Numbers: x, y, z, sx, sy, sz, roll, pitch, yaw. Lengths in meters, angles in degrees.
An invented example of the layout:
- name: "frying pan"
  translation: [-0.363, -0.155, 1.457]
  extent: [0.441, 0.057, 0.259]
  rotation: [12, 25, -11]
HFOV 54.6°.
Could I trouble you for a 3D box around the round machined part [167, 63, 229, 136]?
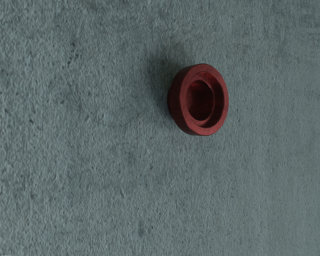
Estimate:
- name: "round machined part"
  translation: [0.049, -0.038, 0.433]
  extent: [0.099, 0.042, 0.097]
  rotation: [0, 90, -40]
